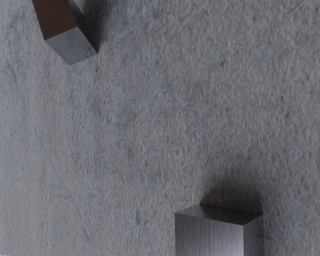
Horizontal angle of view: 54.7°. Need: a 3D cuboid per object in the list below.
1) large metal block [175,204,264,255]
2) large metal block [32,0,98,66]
[{"bbox_3d":[0.064,0.132,0.335,0.080,0.050,0.079,-2,89,39],"label":"large metal block"},{"bbox_3d":[-0.144,-0.156,0.476,0.050,0.080,0.080,-23,73,3],"label":"large metal block"}]
